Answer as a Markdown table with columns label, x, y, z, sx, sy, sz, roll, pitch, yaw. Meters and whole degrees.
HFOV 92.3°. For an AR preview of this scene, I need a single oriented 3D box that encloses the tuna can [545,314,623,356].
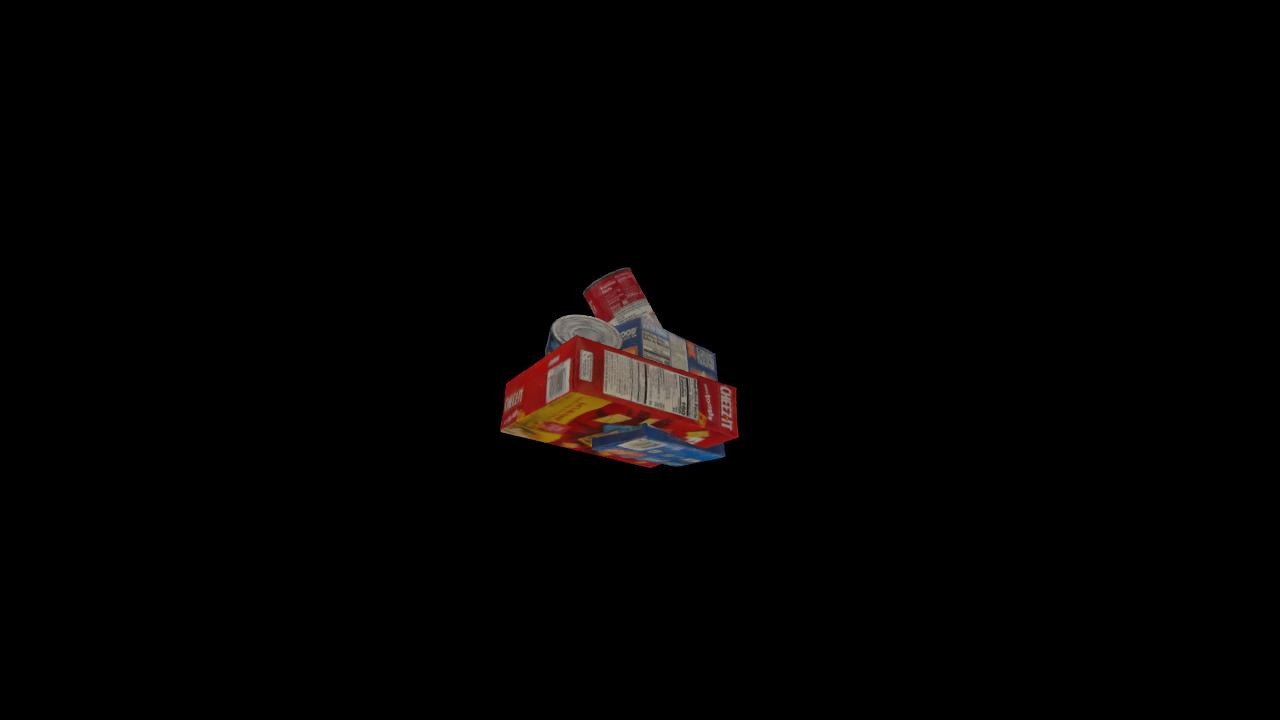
| label | x | y | z | sx | sy | sz | roll | pitch | yaw |
| --- | --- | --- | --- | --- | --- | --- | --- | --- | --- |
| tuna can | -0.061 | -0.016 | 0.683 | 0.084 | 0.034 | 0.084 | 12 | 33 | -8 |

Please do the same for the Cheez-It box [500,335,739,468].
| label | x | y | z | sx | sy | sz | roll | pitch | yaw |
| --- | --- | --- | --- | --- | --- | --- | --- | --- | --- |
| Cheez-It box | -0.022 | 0.057 | 0.701 | 0.223 | 0.071 | 0.166 | 19 | -30 | -31 |

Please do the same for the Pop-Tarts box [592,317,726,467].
| label | x | y | z | sx | sy | sz | roll | pitch | yaw |
| --- | --- | --- | --- | --- | --- | --- | --- | --- | --- |
| Pop-Tarts box | 0.022 | 0.046 | 0.744 | 0.083 | 0.141 | 0.167 | -17 | -24 | 34 |

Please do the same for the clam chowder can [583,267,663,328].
| label | x | y | z | sx | sy | sz | roll | pitch | yaw |
| --- | --- | --- | --- | --- | --- | --- | --- | --- | --- |
| clam chowder can | -0.017 | -0.052 | 0.752 | 0.068 | 0.102 | 0.068 | -29 | -6 | -3 |
